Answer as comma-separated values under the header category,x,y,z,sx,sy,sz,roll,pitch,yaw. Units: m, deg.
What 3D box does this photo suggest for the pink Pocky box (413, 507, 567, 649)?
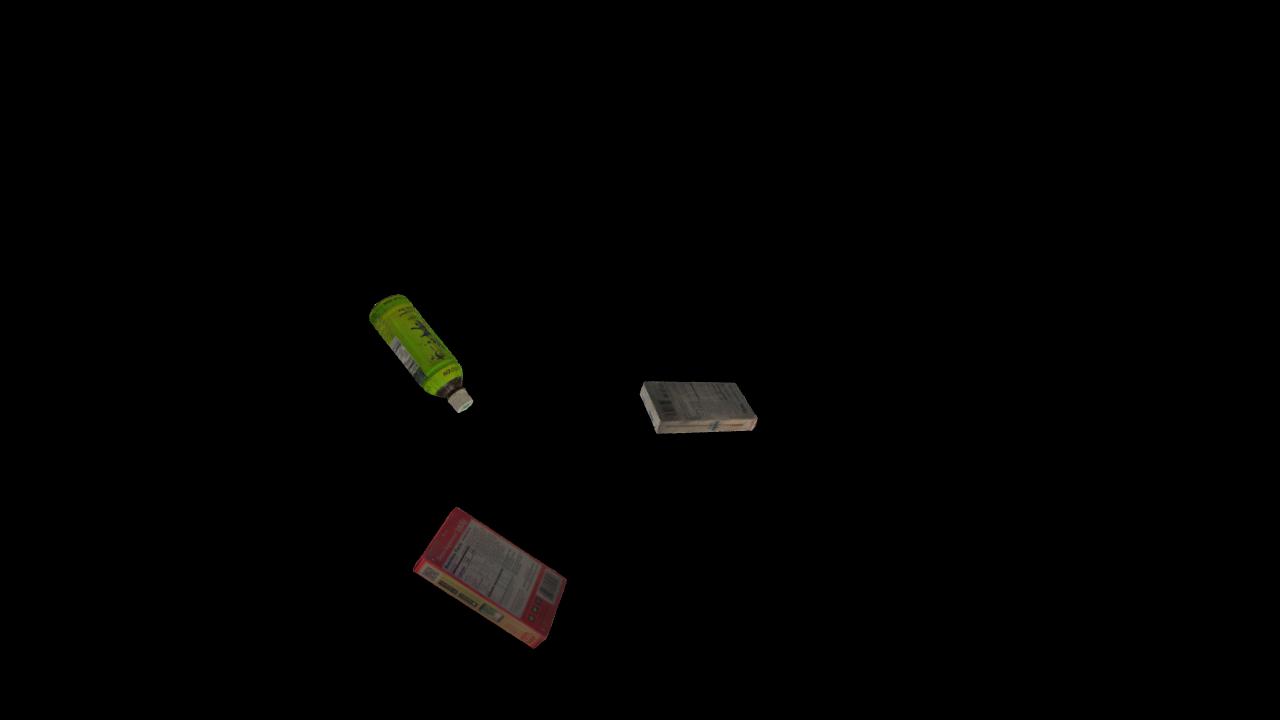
category,x,y,z,sx,sy,sz,roll,pitch,yaw
pink Pocky box,-0.158,0.233,0.665,0.155,0.029,0.084,37,25,-8

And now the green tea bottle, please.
category,x,y,z,sx,sy,sz,roll,pitch,yaw
green tea bottle,-0.338,-0.005,0.968,0.073,0.212,0.073,-38,-8,-7

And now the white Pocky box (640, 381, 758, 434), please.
category,x,y,z,sx,sy,sz,roll,pitch,yaw
white Pocky box,0.083,0.066,0.881,0.154,0.028,0.084,1,37,-22
